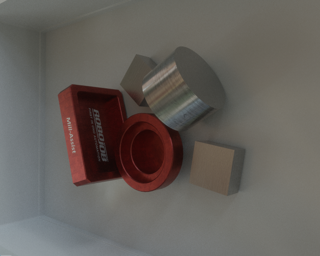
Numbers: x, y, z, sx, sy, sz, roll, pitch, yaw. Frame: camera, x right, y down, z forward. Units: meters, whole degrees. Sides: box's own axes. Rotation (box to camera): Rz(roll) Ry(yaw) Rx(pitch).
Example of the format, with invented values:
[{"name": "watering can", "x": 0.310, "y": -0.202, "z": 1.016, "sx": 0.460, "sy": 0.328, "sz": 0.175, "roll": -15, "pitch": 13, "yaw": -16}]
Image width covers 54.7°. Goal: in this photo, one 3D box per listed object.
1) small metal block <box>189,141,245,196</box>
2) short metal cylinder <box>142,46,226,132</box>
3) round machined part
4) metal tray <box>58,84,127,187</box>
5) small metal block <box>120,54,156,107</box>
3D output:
[{"name": "small metal block", "x": 0.064, "y": 0.044, "z": 0.350, "sx": 0.050, "sy": 0.025, "sz": 0.050, "roll": 12, "pitch": 97, "yaw": 40}, {"name": "short metal cylinder", "x": 0.027, "y": -0.043, "z": 0.345, "sx": 0.050, "sy": 0.081, "sz": 0.080, "roll": -36, "pitch": 68, "yaw": 34}, {"name": "round machined part", "x": -0.010, "y": 0.030, "z": 0.398, "sx": 0.098, "sy": 0.042, "sz": 0.097, "roll": 0, "pitch": 90, "yaw": 39}, {"name": "metal tray", "x": -0.084, "y": 0.009, "z": 0.429, "sx": 0.030, "sy": 0.091, "sz": 0.129, "roll": -22, "pitch": 76, "yaw": 38}, {"name": "small metal block", "x": -0.021, "y": -0.064, "z": 0.420, "sx": 0.050, "sy": 0.025, "sz": 0.050, "roll": 49, "pitch": 119, "yaw": 30}]
